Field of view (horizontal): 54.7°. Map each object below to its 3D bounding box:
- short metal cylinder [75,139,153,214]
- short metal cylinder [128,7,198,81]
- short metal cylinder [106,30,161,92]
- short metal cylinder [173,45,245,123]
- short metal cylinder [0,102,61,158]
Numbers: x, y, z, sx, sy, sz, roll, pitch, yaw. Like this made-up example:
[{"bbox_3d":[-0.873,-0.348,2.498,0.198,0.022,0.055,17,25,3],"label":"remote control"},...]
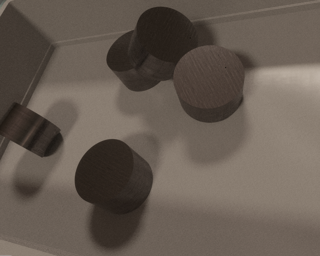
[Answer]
[{"bbox_3d":[-0.056,0.060,0.381,0.080,0.050,0.080,-13,56,20],"label":"short metal cylinder"},{"bbox_3d":[0.003,-0.108,0.404,0.081,0.050,0.080,6,70,-17],"label":"short metal cylinder"},{"bbox_3d":[-0.033,-0.102,0.468,0.080,0.050,0.080,-13,56,21],"label":"short metal cylinder"},{"bbox_3d":[0.060,-0.052,0.375,0.080,0.050,0.080,-3,72,11],"label":"short metal cylinder"},{"bbox_3d":[-0.201,0.004,0.471,0.080,0.080,0.050,19,72,35],"label":"short metal cylinder"}]
